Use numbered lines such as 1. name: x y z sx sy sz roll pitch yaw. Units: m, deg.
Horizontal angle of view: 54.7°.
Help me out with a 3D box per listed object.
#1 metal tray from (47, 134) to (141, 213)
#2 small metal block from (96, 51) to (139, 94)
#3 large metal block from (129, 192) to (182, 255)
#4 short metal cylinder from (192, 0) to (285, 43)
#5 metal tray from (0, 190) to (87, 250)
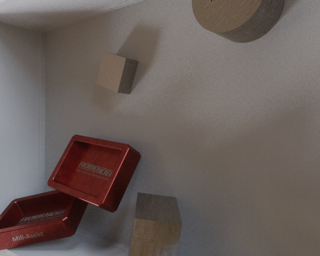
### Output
1. metal tray: -0.099 0.062 0.456 0.130 0.030 0.090 7 65 39
2. small metal block: -0.064 -0.082 0.457 0.050 0.025 0.050 25 106 36
3. large metal block: -0.009 0.131 0.368 0.050 0.080 0.079 9 97 -3
4. short metal cylinder: 0.081 -0.134 0.323 0.080 0.050 0.079 0 90 39
5. metal tray: -0.184 0.136 0.477 0.131 0.090 0.030 -13 111 8
